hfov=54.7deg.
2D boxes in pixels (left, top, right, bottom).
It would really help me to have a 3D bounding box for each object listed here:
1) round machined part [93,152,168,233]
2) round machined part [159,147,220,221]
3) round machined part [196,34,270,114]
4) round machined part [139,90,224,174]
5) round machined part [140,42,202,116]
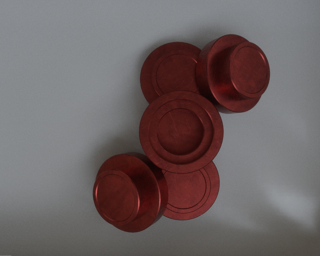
[{"bbox_3d":[-0.043,0.081,0.380,0.098,0.042,0.097,2,95,29],"label":"round machined part"},{"bbox_3d":[0.029,0.072,0.402,0.099,0.042,0.097,0,90,-1],"label":"round machined part"},{"bbox_3d":[0.096,-0.068,0.381,0.099,0.042,0.097,2,87,-31],"label":"round machined part"},{"bbox_3d":[0.025,0.005,0.380,0.099,0.042,0.097,0,90,-1],"label":"round machined part"},{"bbox_3d":[0.023,-0.063,0.401,0.099,0.042,0.097,0,90,-1],"label":"round machined part"}]
